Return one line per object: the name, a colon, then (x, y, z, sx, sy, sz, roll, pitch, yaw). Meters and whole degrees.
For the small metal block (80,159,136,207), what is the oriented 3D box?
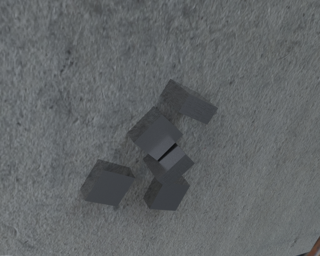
small metal block: (-0.070, 0.074, 0.416, 0.050, 0.025, 0.050, 22, 106, -37)

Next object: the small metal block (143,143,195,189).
small metal block: (0.011, 0.046, 0.427, 0.050, 0.050, 0.025, -43, 130, 1)

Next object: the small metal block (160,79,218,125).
small metal block: (0.036, -0.033, 0.392, 0.050, 0.050, 0.025, 21, 107, -36)

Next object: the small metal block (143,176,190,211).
small metal block: (0.010, 0.098, 0.475, 0.050, 0.025, 0.050, 15, 111, -35)

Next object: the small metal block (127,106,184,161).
small metal block: (-0.006, 0.008, 0.410, 0.050, 0.025, 0.050, -45, 130, 3)
